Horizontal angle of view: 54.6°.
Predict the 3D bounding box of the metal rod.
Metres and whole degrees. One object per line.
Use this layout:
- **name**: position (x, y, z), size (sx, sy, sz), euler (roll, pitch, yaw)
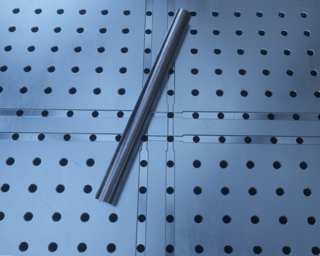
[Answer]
- **metal rod**: position (-0.016, -0.042, 0.426), size (0.025, 0.025, 0.300), euler (19, 71, 7)
